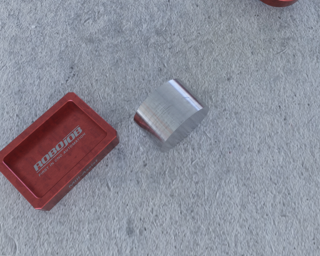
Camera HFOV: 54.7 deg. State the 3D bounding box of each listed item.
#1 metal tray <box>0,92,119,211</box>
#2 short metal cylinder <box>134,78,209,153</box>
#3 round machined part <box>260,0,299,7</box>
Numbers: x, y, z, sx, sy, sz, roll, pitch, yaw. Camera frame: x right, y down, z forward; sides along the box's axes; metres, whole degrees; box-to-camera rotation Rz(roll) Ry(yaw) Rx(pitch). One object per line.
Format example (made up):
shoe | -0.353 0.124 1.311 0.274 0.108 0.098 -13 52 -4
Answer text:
metal tray | -0.128 0.028 0.394 0.090 0.030 0.130 41 75 13
short metal cylinder | 0.014 -0.015 0.385 0.080 0.080 0.050 -39 75 -13
round machined part | 0.180 -0.232 0.477 0.099 0.042 0.097 1 85 -7
